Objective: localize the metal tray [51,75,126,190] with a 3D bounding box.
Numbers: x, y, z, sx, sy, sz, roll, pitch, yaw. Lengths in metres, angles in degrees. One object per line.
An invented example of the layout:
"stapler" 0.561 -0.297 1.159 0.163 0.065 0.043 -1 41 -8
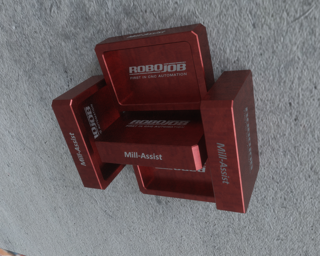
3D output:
"metal tray" -0.082 0.005 0.413 0.030 0.090 0.129 1 119 27

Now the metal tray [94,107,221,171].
"metal tray" 0.000 0.008 0.373 0.130 0.090 0.030 1 120 27

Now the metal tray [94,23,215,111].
"metal tray" -0.005 -0.067 0.367 0.130 0.030 0.089 0 122 28

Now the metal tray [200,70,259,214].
"metal tray" 0.080 0.013 0.332 0.030 0.090 0.129 1 119 28

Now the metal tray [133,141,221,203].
"metal tray" 0.025 0.053 0.426 0.130 0.030 0.089 1 118 27
